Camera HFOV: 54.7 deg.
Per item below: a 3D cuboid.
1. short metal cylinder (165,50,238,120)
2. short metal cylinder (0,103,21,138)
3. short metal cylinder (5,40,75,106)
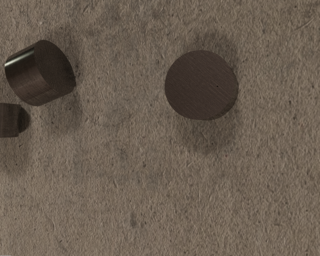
[{"bbox_3d":[0.052,-0.049,0.377,0.080,0.050,0.079,0,90,19],"label":"short metal cylinder"},{"bbox_3d":[-0.256,-0.015,0.468,0.080,0.080,0.050,6,92,19],"label":"short metal cylinder"},{"bbox_3d":[-0.167,-0.076,0.437,0.050,0.080,0.080,-20,84,19],"label":"short metal cylinder"}]
